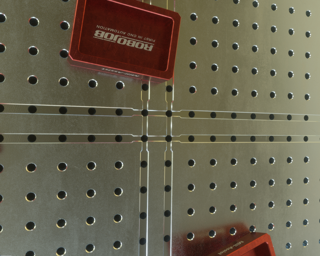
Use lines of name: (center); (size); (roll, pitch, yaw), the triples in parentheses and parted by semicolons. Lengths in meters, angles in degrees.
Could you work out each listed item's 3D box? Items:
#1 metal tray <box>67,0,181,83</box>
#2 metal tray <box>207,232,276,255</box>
metal tray: (-0.043, -0.114, 0.393); (0.131, 0.030, 0.090); (9, 87, -20)
metal tray: (0.110, 0.209, 0.426); (0.131, 0.030, 0.090); (-11, 84, -34)
